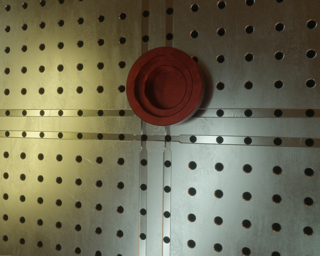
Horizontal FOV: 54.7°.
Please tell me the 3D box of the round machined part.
[{"bbox_3d":[0.010,-0.051,0.399,0.098,0.042,0.097,0,90,19],"label":"round machined part"}]
